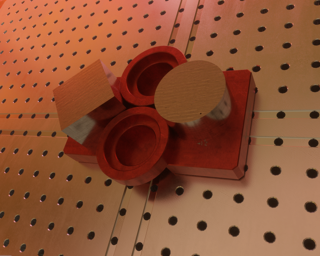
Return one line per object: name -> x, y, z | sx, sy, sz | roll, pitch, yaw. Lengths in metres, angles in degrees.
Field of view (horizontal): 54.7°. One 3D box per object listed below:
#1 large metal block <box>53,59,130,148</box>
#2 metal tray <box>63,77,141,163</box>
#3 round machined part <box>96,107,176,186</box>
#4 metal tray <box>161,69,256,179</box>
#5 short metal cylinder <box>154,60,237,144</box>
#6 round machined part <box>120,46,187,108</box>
large metal block -> -0.092, -0.034, 0.423 | 0.080, 0.050, 0.080 | -32, 52, 7
metal tray -> -0.077, -0.014, 0.454 | 0.090, 0.030, 0.130 | 1, 62, 27
round machined part -> -0.026, 0.025, 0.384 | 0.098, 0.042, 0.098 | -13, 56, 21
metal tray -> 0.061, -0.008, 0.375 | 0.090, 0.030, 0.130 | 1, 62, 28
short metal cylinder -> 0.041, -0.029, 0.349 | 0.080, 0.050, 0.080 | -13, 56, 21
round machined part -> -0.002, -0.061, 0.424 | 0.098, 0.042, 0.098 | -13, 56, 21
